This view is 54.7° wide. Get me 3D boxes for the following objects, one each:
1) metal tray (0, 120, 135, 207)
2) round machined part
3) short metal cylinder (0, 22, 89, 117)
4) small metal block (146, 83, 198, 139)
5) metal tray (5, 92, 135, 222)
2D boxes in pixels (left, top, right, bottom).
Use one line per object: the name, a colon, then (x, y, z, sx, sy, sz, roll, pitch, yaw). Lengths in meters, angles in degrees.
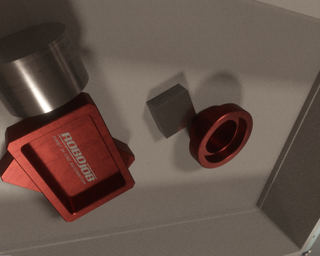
metal tray: (-0.106, 0.039, 0.373, 0.131, 0.030, 0.090, 31, 101, -38)
round machined part: (0.081, 0.007, 0.442, 0.099, 0.042, 0.097, -21, 133, -24)
short metal cylinder: (-0.112, -0.054, 0.279, 0.080, 0.080, 0.050, -27, 128, -12)
small metal block: (0.017, -0.022, 0.406, 0.050, 0.025, 0.050, -31, 129, -8)
metal tray: (-0.091, 0.036, 0.339, 0.090, 0.030, 0.129, -28, 128, -11)
